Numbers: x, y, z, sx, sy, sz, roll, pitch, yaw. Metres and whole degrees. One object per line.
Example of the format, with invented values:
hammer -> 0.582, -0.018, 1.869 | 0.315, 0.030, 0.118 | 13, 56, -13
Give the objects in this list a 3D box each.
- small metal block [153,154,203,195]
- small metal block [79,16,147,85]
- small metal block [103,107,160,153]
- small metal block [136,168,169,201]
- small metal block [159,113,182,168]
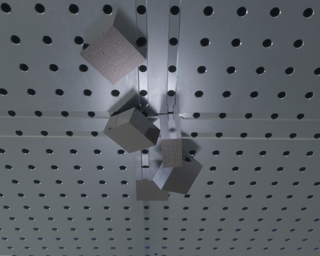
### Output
small metal block -> 0.026, 0.065, 0.445 | 0.050, 0.025, 0.050 | 20, 104, -38
small metal block -> -0.050, -0.084, 0.340 | 0.050, 0.025, 0.050 | -32, 123, 24
small metal block -> -0.037, 0.004, 0.405 | 0.050, 0.025, 0.050 | -19, 130, 39
small metal block -> -0.012, 0.089, 0.487 | 0.050, 0.025, 0.050 | 1, 131, -1
small metal block -> 0.014, 0.016, 0.408 | 0.025, 0.050, 0.050 | -4, 130, 0
